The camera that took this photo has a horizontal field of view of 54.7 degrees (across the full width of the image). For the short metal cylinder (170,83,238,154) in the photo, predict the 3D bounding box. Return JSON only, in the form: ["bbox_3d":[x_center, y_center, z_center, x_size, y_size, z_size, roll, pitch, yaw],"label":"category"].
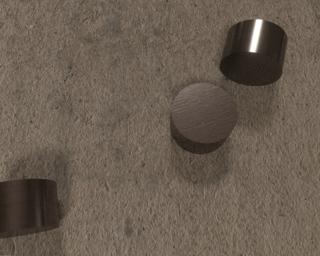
[{"bbox_3d":[0.054,-0.011,0.400,0.081,0.050,0.080,0,70,0],"label":"short metal cylinder"}]

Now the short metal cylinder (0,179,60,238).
[{"bbox_3d":[-0.156,0.091,0.344,0.081,0.080,0.050,-10,71,-4],"label":"short metal cylinder"}]

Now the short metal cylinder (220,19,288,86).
[{"bbox_3d":[0.126,-0.099,0.417,0.080,0.080,0.050,15,71,5],"label":"short metal cylinder"}]
